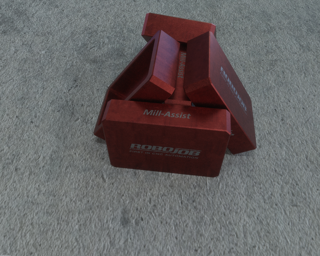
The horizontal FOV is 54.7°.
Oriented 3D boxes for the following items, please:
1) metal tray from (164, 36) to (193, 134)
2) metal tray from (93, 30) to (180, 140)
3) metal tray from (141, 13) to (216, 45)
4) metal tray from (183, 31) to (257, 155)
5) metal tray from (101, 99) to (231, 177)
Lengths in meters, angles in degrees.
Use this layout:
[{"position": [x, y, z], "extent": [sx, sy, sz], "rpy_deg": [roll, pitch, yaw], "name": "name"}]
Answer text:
[{"position": [0.026, -0.047, 0.401], "extent": [0.030, 0.089, 0.130], "rpy_deg": [6, 50, 4], "name": "metal tray"}, {"position": [-0.030, -0.047, 0.381], "extent": [0.030, 0.129, 0.090], "rpy_deg": [30, 46, -24], "name": "metal tray"}, {"position": [0.034, -0.123, 0.448], "extent": [0.090, 0.130, 0.030], "rpy_deg": [14, 93, 11], "name": "metal tray"}, {"position": [0.076, -0.039, 0.374], "extent": [0.030, 0.130, 0.090], "rpy_deg": [-19, 44, 29], "name": "metal tray"}, {"position": [0.007, 0.014, 0.350], "extent": [0.131, 0.089, 0.030], "rpy_deg": [5, 51, 4], "name": "metal tray"}]
